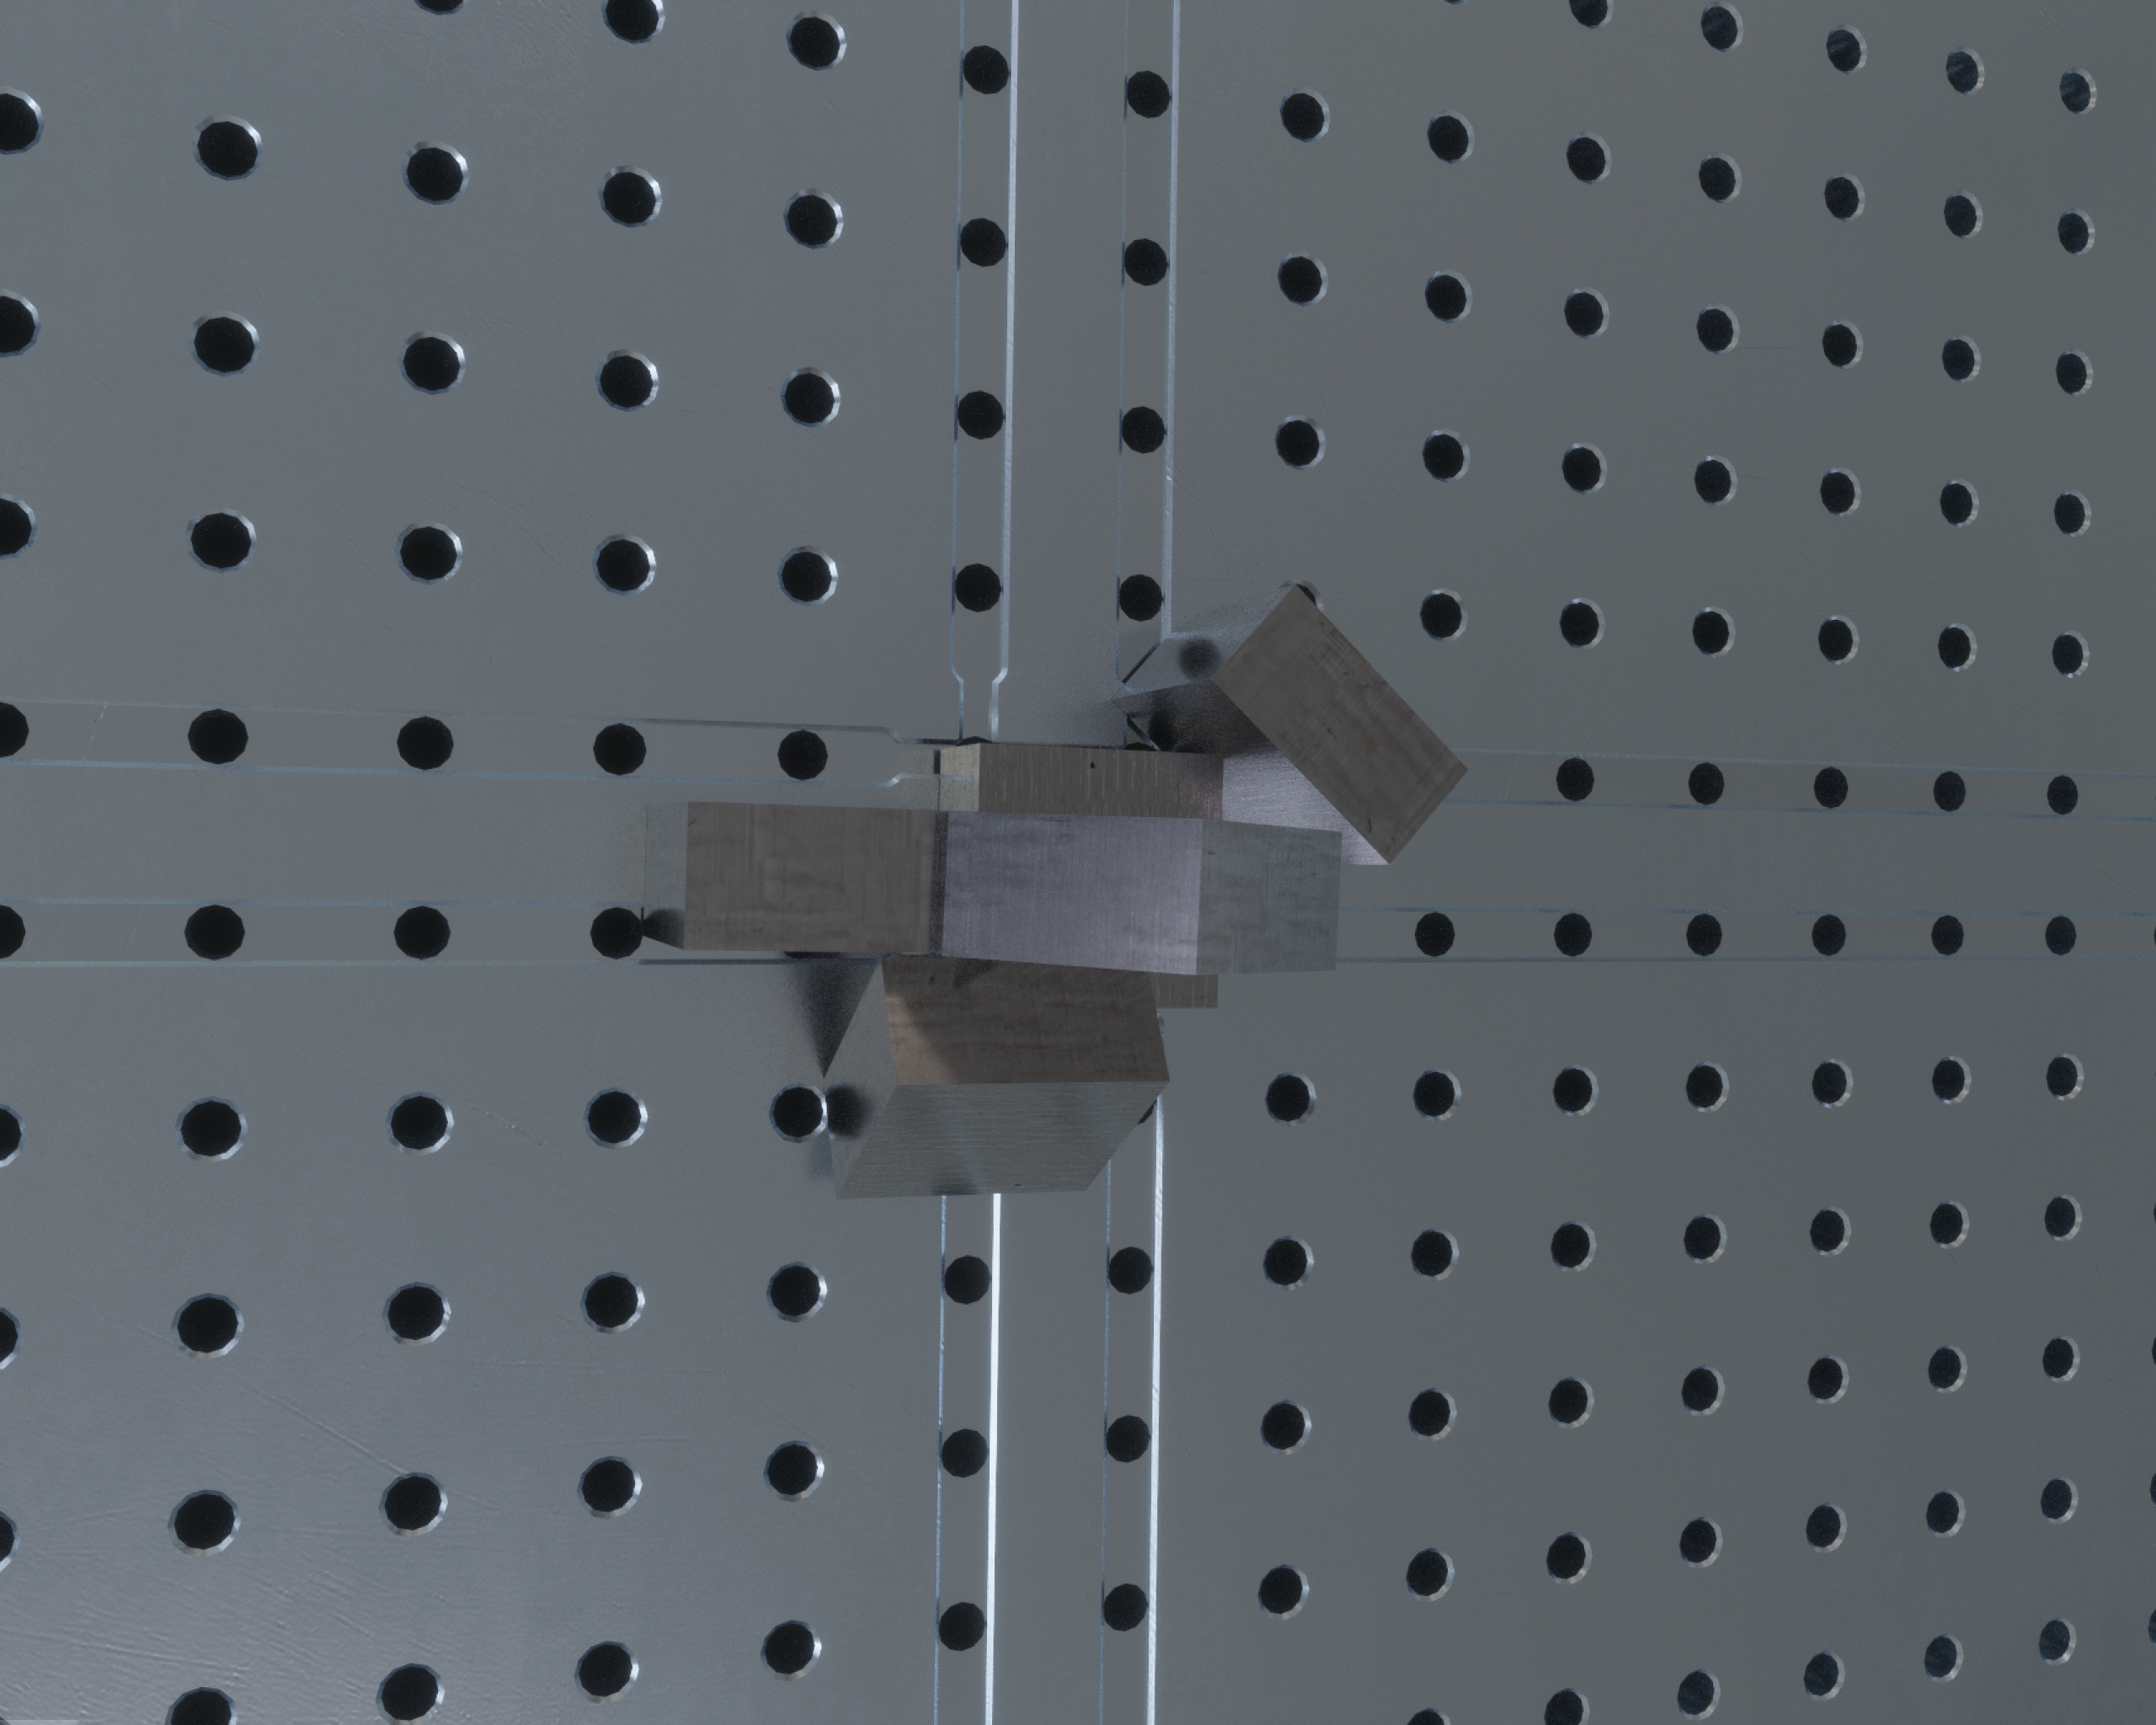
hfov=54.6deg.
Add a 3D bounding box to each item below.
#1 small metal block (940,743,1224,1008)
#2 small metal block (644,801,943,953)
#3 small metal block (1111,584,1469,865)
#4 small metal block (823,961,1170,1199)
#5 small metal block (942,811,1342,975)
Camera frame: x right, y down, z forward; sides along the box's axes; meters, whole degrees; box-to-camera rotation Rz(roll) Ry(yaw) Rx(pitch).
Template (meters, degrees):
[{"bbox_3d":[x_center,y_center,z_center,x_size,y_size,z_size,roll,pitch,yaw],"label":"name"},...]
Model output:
[{"bbox_3d":[0.000,0.003,0.412,0.050,0.025,0.050,2,89,-21],"label":"small metal block"},{"bbox_3d":[-0.050,0.003,0.380,0.050,0.050,0.025,2,90,-19],"label":"small metal block"},{"bbox_3d":[0.041,-0.026,0.414,0.050,0.050,0.025,45,76,-15],"label":"small metal block"},{"bbox_3d":[-0.017,0.041,0.390,0.050,0.050,0.025,1,58,-20],"label":"small metal block"},{"bbox_3d":[0.012,0.005,0.366,0.050,0.050,0.025,3,89,-57],"label":"small metal block"}]
